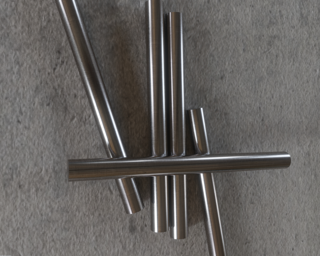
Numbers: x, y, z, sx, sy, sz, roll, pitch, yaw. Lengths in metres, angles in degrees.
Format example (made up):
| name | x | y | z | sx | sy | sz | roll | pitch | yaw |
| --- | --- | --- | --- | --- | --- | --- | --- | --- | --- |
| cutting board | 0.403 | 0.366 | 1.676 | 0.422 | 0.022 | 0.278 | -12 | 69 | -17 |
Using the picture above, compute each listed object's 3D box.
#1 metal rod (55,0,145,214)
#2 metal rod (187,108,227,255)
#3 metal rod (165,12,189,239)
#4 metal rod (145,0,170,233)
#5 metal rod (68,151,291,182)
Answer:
| name | x | y | z | sx | sy | sz | roll | pitch | yaw |
| --- | --- | --- | --- | --- | --- | --- | --- | --- | --- |
| metal rod | -0.076 | -0.037 | 0.381 | 0.025 | 0.025 | 0.298 | -20 | 97 | -19 |
| metal rod | 0.073 | 0.120 | 0.437 | 0.025 | 0.025 | 0.298 | -11 | 94 | -20 |
| metal rod | 0.023 | -0.003 | 0.418 | 0.025 | 0.025 | 0.298 | -2 | 91 | -20 |
| metal rod | -0.003 | -0.015 | 0.408 | 0.025 | 0.025 | 0.298 | -2 | 91 | -20 |
| metal rod | 0.040 | 0.047 | 0.397 | 0.303 | 0.025 | 0.025 | 0 | 90 | -21 |
